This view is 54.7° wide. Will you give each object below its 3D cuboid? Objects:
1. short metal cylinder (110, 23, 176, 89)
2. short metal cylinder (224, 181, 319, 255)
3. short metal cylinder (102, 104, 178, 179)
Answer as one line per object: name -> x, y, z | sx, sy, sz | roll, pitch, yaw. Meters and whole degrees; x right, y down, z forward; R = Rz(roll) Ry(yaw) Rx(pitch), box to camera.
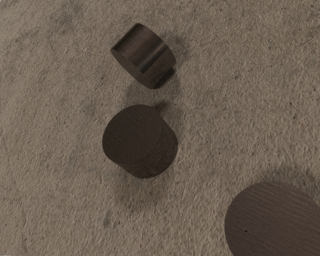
short metal cylinder -> -0.024, -0.101, 0.441 | 0.050, 0.080, 0.080 | -48, 52, -5
short metal cylinder -> 0.104, 0.094, 0.276 | 0.080, 0.050, 0.080 | -13, 56, 20
short metal cylinder -> -0.024, 0.017, 0.389 | 0.080, 0.050, 0.080 | -13, 56, 20
